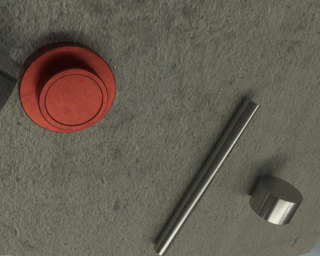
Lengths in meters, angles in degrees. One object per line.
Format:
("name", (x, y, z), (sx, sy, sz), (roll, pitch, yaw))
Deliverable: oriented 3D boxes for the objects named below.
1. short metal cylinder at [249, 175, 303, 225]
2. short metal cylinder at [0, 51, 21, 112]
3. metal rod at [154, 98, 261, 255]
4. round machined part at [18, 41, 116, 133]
("short metal cylinder", (0.213, 0.132, 0.572), (0.081, 0.080, 0.050), (3, 117, -30))
("short metal cylinder", (-0.164, -0.036, 0.259), (0.080, 0.080, 0.050), (-49, 129, 6))
("metal rod", (0.069, 0.087, 0.500), (0.025, 0.025, 0.298), (17, 109, -35))
("round machined part", (-0.093, -0.036, 0.323), (0.099, 0.042, 0.097), (-14, 125, -21))
